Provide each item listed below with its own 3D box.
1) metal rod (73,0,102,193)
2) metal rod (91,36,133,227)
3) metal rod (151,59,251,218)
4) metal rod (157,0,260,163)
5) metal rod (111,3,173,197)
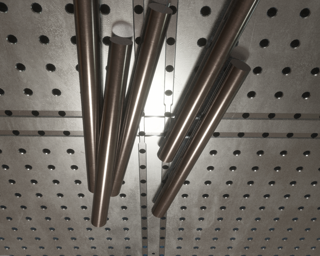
[{"bbox_3d":[-0.086,-0.020,0.393,0.025,0.025,0.298,4,130,-4],"label":"metal rod"},{"bbox_3d":[-0.070,0.028,0.413,0.025,0.025,0.298,8,124,-7],"label":"metal rod"},{"bbox_3d":[0.045,0.036,0.443,0.025,0.025,0.298,14,129,-12],"label":"metal rod"},{"bbox_3d":[0.057,-0.067,0.355,0.025,0.025,0.298,15,129,-13],"label":"metal rod"},{"bbox_3d":[-0.038,-0.010,0.402,0.025,0.025,0.298,11,129,-10],"label":"metal rod"}]
